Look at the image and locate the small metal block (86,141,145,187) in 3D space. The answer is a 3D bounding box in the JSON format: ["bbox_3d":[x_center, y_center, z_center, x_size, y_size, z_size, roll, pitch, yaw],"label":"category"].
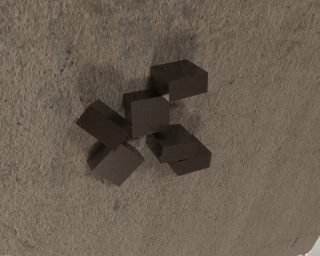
[{"bbox_3d":[-0.057,0.042,0.403,0.050,0.025,0.050,-47,130,4],"label":"small metal block"}]

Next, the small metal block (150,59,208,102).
[{"bbox_3d":[0.022,-0.058,0.368,0.050,0.050,0.025,-16,125,-20],"label":"small metal block"}]

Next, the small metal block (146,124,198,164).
[{"bbox_3d":[0.015,0.019,0.412,0.050,0.050,0.025,-7,121,-24],"label":"small metal block"}]

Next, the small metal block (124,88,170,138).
[{"bbox_3d":[-0.016,-0.020,0.387,0.050,0.025,0.050,-13,124,-22],"label":"small metal block"}]

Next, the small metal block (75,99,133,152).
[{"bbox_3d":[-0.060,-0.004,0.344,0.050,0.050,0.025,37,99,-8],"label":"small metal block"}]

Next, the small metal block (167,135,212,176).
[{"bbox_3d":[0.036,0.037,0.436,0.050,0.050,0.025,-12,124,-22],"label":"small metal block"}]
